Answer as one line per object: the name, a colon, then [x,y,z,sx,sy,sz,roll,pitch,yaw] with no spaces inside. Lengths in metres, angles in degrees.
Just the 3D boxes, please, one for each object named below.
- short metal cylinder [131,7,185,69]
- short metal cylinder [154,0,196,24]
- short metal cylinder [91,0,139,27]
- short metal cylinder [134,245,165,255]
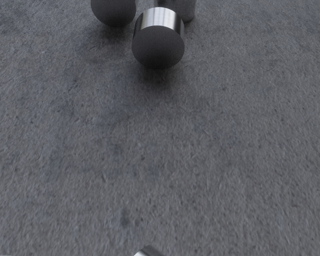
short metal cylinder: [-0.002,-0.139,0.484,0.081,0.080,0.050,2,50,1]
short metal cylinder: [0.028,-0.241,0.590,0.081,0.050,0.080,0,50,0]
short metal cylinder: [-0.080,-0.232,0.561,0.080,0.080,0.050,4,50,3]
short metal cylinder: [-0.011,0.143,0.247,0.050,0.080,0.080,30,56,23]
